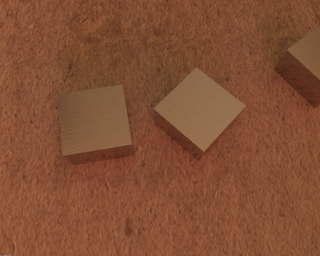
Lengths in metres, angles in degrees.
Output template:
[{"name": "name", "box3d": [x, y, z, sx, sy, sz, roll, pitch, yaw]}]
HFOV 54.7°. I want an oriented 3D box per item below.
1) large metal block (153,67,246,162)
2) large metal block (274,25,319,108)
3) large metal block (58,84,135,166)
[{"name": "large metal block", "box3d": [0.049, -0.017, 0.402, 0.080, 0.050, 0.080, 41, 75, 13]}, {"name": "large metal block", "box3d": [0.224, -0.089, 0.430, 0.080, 0.050, 0.080, -36, 74, -13]}, {"name": "large metal block", "box3d": [-0.079, -0.003, 0.395, 0.081, 0.050, 0.080, -9, 70, -4]}]
